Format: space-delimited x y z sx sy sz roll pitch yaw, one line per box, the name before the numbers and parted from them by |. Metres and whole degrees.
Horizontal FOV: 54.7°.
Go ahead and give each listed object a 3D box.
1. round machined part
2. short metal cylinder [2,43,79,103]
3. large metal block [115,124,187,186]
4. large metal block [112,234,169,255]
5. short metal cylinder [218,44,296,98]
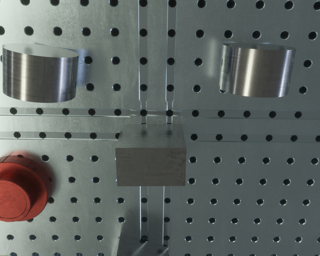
round machined part | -0.209 0.092 0.436 0.099 0.042 0.097 0 110 0
short metal cylinder | -0.138 -0.065 0.359 0.081 0.080 0.050 9 110 -4
large metal block | -0.010 0.032 0.396 0.081 0.080 0.050 0 110 0
large metal block | -0.033 0.215 0.463 0.080 0.080 0.050 18 109 -7
short metal cylinder | 0.111 -0.070 0.359 0.081 0.080 0.050 2 110 -1
